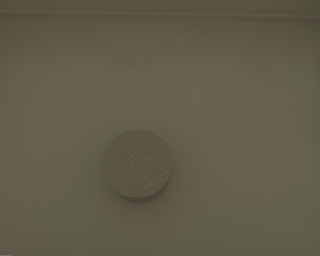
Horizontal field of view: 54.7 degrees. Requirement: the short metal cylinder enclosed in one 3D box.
[{"bbox_3d":[-0.026,0.048,0.379,0.081,0.050,0.080,0,70,0],"label":"short metal cylinder"}]
